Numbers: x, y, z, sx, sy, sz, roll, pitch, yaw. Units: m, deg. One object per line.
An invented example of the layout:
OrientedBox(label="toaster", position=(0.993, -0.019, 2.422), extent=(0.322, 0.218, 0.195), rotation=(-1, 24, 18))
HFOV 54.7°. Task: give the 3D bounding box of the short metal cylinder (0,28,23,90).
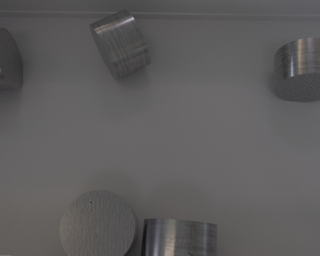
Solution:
OrientedBox(label="short metal cylinder", position=(-0.224, -0.089, 0.411), extent=(0.050, 0.080, 0.080), rotation=(-8, 70, -3))

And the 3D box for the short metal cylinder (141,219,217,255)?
OrientedBox(label="short metal cylinder", position=(0.021, 0.128, 0.333), extent=(0.080, 0.080, 0.050), rotation=(4, 69, 1))

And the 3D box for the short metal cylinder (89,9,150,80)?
OrientedBox(label="short metal cylinder", position=(-0.054, -0.112, 0.421), extent=(0.050, 0.080, 0.080), rotation=(-28, 73, -10))

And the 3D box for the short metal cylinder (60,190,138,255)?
OrientedBox(label="short metal cylinder", position=(-0.067, 0.115, 0.354), extent=(0.081, 0.050, 0.080), rotation=(0, 70, 0))

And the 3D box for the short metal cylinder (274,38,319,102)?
OrientedBox(label="short metal cylinder", position=(0.193, -0.074, 0.409), extent=(0.080, 0.080, 0.050), rotation=(6, 70, 2))
